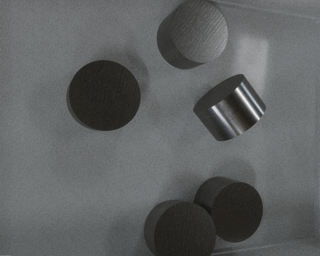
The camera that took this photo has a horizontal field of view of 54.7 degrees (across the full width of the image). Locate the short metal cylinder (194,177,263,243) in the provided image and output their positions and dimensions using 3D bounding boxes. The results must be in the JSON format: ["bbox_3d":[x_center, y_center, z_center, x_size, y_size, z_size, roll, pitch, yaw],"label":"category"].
[{"bbox_3d":[0.094,0.111,0.432,0.081,0.050,0.080,0,90,-20],"label":"short metal cylinder"}]

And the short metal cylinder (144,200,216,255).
[{"bbox_3d":[0.024,0.135,0.399,0.081,0.050,0.080,3,79,-17],"label":"short metal cylinder"}]

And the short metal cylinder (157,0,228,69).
[{"bbox_3d":[0.042,-0.122,0.412,0.081,0.050,0.080,0,90,-20],"label":"short metal cylinder"}]

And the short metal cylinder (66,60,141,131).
[{"bbox_3d":[-0.069,-0.037,0.372,0.081,0.050,0.080,0,90,-20],"label":"short metal cylinder"}]

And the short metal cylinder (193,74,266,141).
[{"bbox_3d":[0.092,-0.028,0.415,0.080,0.080,0.050,-43,104,-15],"label":"short metal cylinder"}]
